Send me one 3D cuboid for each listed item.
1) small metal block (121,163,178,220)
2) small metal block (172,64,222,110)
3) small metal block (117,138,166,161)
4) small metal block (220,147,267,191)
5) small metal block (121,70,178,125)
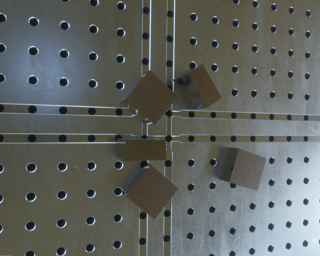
[{"bbox_3d":[-0.013,0.082,0.408,0.050,0.025,0.050,43,76,-15],"label":"small metal block"},{"bbox_3d":[0.049,-0.053,0.417,0.025,0.050,0.050,-35,102,-16],"label":"small metal block"},{"bbox_3d":[-0.025,0.026,0.390,0.050,0.050,0.025,1,90,-20],"label":"small metal block"},{"bbox_3d":[0.123,0.060,0.458,0.050,0.025,0.050,19,84,-19],"label":"small metal block"},{"bbox_3d":[-0.014,-0.039,0.407,0.050,0.025,0.050,41,77,-15],"label":"small metal block"}]
